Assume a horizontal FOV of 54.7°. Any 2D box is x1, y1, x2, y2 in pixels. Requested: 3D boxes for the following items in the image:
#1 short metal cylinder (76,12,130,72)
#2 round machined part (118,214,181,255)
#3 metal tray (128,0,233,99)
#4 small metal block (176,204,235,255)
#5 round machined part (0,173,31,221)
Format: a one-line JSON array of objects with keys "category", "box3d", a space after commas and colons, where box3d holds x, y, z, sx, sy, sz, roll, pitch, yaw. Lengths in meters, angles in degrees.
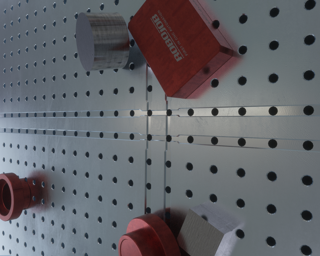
[{"category": "short metal cylinder", "box3d": [-0.084, -0.124, 0.444, 0.080, 0.050, 0.079, 30, 126, 54]}, {"category": "round machined part", "box3d": [-0.019, 0.164, 0.398, 0.098, 0.042, 0.097, 16, 110, 51]}, {"category": "metal tray", "box3d": [0.020, -0.113, 0.390, 0.090, 0.030, 0.130, -42, 65, 32]}, {"category": "small metal block", "box3d": [0.052, 0.127, 0.366, 0.050, 0.025, 0.050, 31, 109, 35]}, {"category": "round machined part", "box3d": [-0.310, 0.143, 0.654, 0.098, 0.042, 0.097, 0, 90, 40]}]
